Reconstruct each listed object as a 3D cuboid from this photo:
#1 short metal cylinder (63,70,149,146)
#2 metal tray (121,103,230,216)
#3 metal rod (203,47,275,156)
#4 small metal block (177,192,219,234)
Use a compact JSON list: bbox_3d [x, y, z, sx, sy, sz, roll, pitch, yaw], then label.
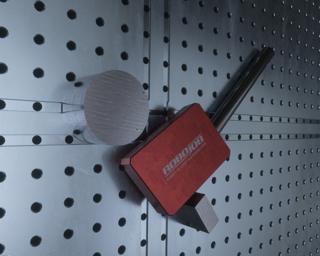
[{"bbox_3d":[-0.059,-0.021,0.345,0.081,0.050,0.079,0,90,-40],"label":"short metal cylinder"},{"bbox_3d":[0.025,0.038,0.409,0.131,0.030,0.090,-40,102,-27],"label":"metal tray"},{"bbox_3d":[0.118,-0.041,0.510,0.301,0.025,0.025,-50,120,-28],"label":"metal rod"},{"bbox_3d":[0.048,0.116,0.436,0.025,0.050,0.050,-43,116,-32],"label":"small metal block"}]
